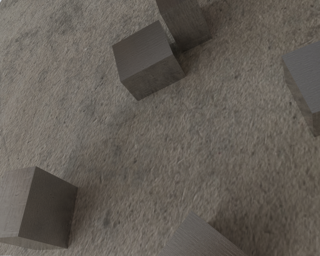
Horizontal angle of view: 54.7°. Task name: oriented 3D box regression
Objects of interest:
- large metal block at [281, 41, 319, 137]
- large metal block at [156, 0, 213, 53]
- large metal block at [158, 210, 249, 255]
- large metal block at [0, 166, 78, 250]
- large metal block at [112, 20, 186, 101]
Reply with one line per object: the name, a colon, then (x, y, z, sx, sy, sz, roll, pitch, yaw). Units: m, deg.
large metal block: (0.183, -0.048, 0.321, 0.080, 0.050, 0.080, -21, 54, 15)
large metal block: (0.032, -0.173, 0.457, 0.050, 0.080, 0.080, -24, 53, 14)
large metal block: (0.042, 0.137, 0.281, 0.080, 0.050, 0.080, 32, 79, 37)
large metal block: (-0.154, 0.102, 0.384, 0.050, 0.080, 0.080, -11, 57, 22)
large metal block: (-0.017, -0.099, 0.456, 0.080, 0.050, 0.080, -26, 53, 12)
